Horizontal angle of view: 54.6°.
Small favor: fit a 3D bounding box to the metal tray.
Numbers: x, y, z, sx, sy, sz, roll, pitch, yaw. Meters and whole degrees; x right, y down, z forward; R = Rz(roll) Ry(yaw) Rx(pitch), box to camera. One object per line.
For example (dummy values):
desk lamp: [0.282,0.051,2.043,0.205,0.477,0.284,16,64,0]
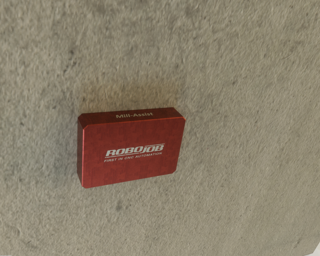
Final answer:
metal tray: [-0.037,0.023,0.397,0.131,0.030,0.089,-6,121,-26]
